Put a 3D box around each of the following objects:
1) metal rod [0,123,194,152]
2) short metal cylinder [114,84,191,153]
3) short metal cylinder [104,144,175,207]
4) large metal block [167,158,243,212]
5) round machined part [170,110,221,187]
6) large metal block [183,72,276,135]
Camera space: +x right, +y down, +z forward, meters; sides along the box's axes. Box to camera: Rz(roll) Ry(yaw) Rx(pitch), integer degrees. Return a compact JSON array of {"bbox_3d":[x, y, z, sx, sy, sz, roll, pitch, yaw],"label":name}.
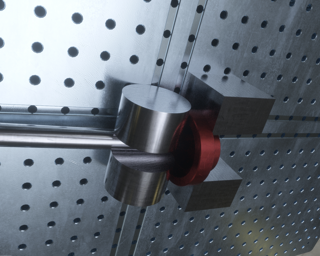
[{"bbox_3d":[-0.097,0.011,0.350,0.302,0.025,0.025,4,117,-26],"label":"metal rod"},{"bbox_3d":[-0.009,-0.013,0.362,0.081,0.080,0.050,1,119,-29],"label":"short metal cylinder"},{"bbox_3d":[-0.027,0.053,0.393,0.081,0.080,0.050,1,118,-29],"label":"short metal cylinder"},{"bbox_3d":[0.057,0.073,0.452,0.081,0.080,0.050,3,117,-30],"label":"large metal block"},{"bbox_3d":[0.041,0.025,0.401,0.042,0.098,0.097,1,118,-29],"label":"round machined part"},{"bbox_3d":[0.085,-0.033,0.402,0.081,0.080,0.050,0,119,-28],"label":"large metal block"}]
